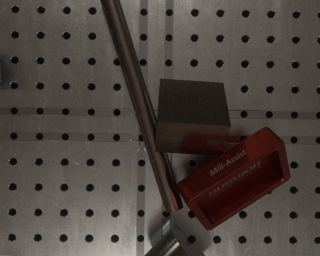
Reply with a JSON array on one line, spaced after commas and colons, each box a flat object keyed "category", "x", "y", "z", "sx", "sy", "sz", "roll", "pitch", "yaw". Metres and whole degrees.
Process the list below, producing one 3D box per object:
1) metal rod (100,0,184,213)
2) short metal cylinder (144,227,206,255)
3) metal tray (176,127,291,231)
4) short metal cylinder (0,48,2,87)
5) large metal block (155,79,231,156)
[{"category": "metal rod", "x": -0.025, "y": -0.034, "z": 0.413, "sx": 0.025, "sy": 0.025, "sz": 0.298, "roll": -17, "pitch": 90, "yaw": 0}, {"category": "short metal cylinder", "x": 0.025, "y": 0.172, "z": 0.386, "sx": 0.080, "sy": 0.080, "sz": 0.050, "roll": 44, "pitch": 90, "yaw": -1}, {"category": "metal tray", "x": 0.095, "y": 0.066, "z": 0.385, "sx": 0.130, "sy": 0.030, "sz": 0.090, "roll": -33, "pitch": 135, "yaw": 0}, {"category": "short metal cylinder", "x": -0.242, "y": -0.077, "z": 0.383, "sx": 0.081, "sy": 0.080, "sz": 0.050, "roll": -3, "pitch": 90, "yaw": -1}, {"category": "large metal block", "x": 0.037, "y": -0.014, "z": 0.380, "sx": 0.081, "sy": 0.080, "sz": 0.050, "roll": 4, "pitch": 134, "yaw": -1}]
